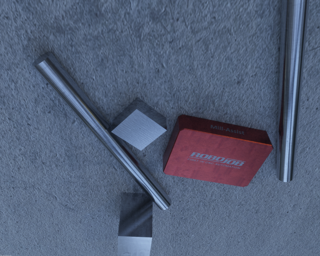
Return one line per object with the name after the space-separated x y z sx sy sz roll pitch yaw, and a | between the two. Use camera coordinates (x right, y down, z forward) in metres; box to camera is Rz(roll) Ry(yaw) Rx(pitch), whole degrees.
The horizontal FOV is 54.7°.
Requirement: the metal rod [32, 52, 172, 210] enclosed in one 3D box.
-0.061 0.024 0.427 0.025 0.025 0.299 -22 127 17 | metal rod

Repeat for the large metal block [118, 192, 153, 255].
-0.040 0.164 0.510 0.050 0.080 0.079 4 130 -4 | large metal block

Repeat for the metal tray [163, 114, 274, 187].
0.077 0.035 0.435 0.131 0.030 0.089 11 129 -10 | metal tray

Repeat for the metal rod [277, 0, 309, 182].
0.158 -0.038 0.377 0.025 0.025 0.298 -10 130 8 | metal rod

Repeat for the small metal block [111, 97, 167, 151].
-0.027 -0.004 0.403 0.050 0.025 0.050 35 121 -27 | small metal block
